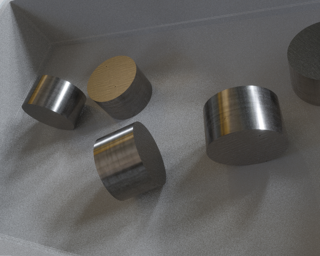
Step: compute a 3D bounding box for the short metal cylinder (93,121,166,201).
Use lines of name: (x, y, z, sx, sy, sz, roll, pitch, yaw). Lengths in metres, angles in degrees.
short metal cylinder: (-0.033, 0.039, 0.363, 0.050, 0.080, 0.080, -24, 53, 13)

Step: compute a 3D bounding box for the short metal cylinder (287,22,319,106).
short metal cylinder: (0.184, -0.070, 0.336, 0.080, 0.050, 0.080, -13, 56, 20)

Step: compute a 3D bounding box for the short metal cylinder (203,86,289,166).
short metal cylinder: (0.087, 0.000, 0.324, 0.080, 0.080, 0.050, -13, 57, 21)

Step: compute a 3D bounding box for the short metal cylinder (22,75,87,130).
short metal cylinder: (-0.161, -0.037, 0.475, 0.080, 0.080, 0.050, 4, 64, 30)

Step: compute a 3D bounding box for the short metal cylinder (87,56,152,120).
short metal cylinder: (-0.058, -0.059, 0.455, 0.080, 0.050, 0.080, -13, 56, 20)
